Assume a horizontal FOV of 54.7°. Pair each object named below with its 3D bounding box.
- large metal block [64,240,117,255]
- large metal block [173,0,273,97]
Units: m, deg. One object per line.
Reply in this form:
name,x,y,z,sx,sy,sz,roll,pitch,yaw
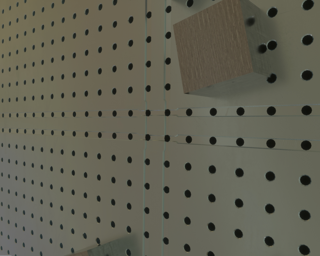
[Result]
large metal block,-0.105,0.228,0.477,0.080,0.050,0.080,-28,73,36
large metal block,0.067,-0.084,0.337,0.080,0.050,0.080,-14,81,39
